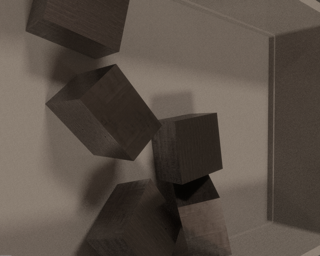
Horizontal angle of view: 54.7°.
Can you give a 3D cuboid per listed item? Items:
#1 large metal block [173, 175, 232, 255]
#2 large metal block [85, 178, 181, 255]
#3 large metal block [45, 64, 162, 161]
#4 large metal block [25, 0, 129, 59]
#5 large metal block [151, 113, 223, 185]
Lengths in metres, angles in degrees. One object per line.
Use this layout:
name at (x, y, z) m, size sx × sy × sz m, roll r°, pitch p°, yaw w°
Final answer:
large metal block at (0.052, 0.113, 0.406) m, size 0.050 × 0.080 × 0.079 m, roll -14°, pitch 105°, yaw 1°
large metal block at (-0.025, 0.118, 0.354) m, size 0.080 × 0.050 × 0.080 m, roll 58°, pitch 35°, yaw -24°
large metal block at (-0.059, -0.014, 0.323) m, size 0.050 × 0.080 × 0.080 m, roll -52°, pitch 121°, yaw -27°
large metal block at (-0.082, -0.127, 0.323) m, size 0.081 × 0.050 × 0.080 m, roll 16°, pitch 80°, yaw -39°
large metal block at (0.037, 0.024, 0.423) m, size 0.081 × 0.050 × 0.079 m, roll -12°, pitch 98°, yaw -40°
